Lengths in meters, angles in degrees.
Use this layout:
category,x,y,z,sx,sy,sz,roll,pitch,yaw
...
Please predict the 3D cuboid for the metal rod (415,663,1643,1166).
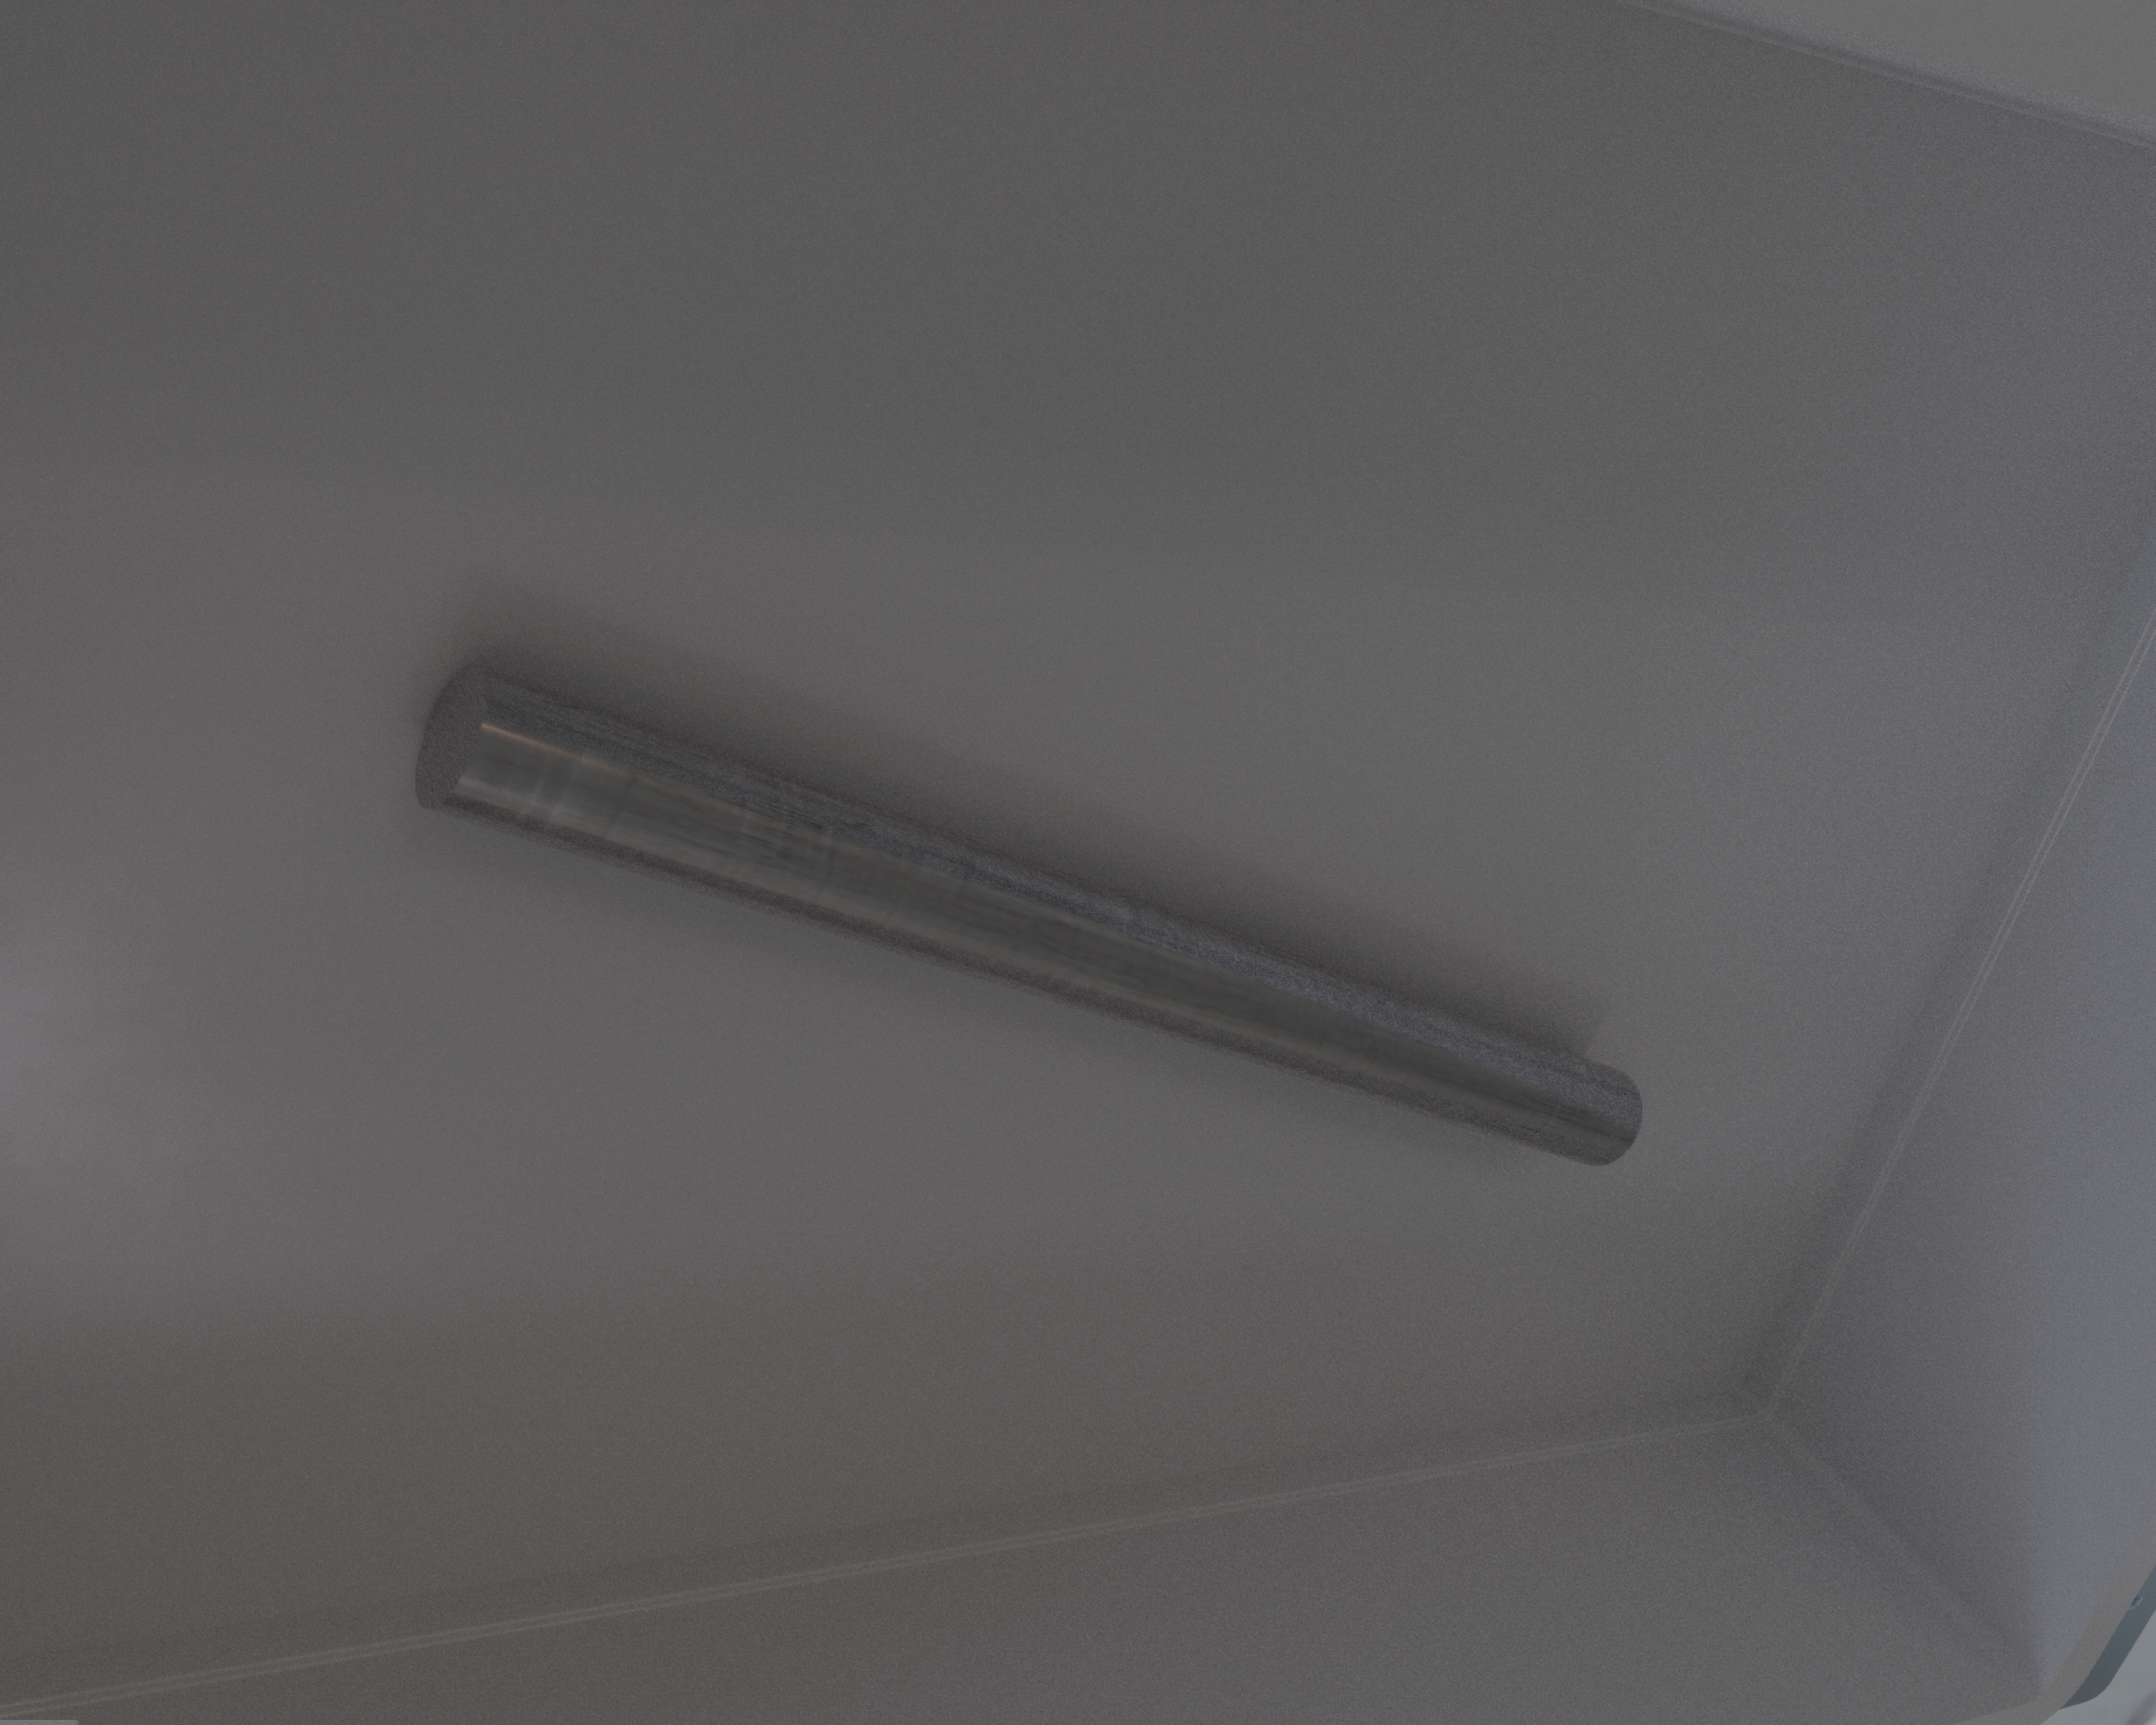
category,x,y,z,sx,sy,sz,roll,pitch,yaw
metal rod,0.014,0.021,0.426,0.302,0.025,0.025,20,108,-36
